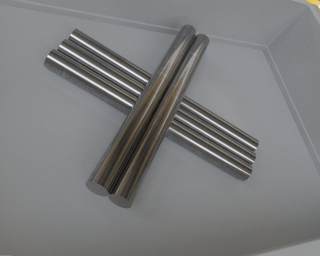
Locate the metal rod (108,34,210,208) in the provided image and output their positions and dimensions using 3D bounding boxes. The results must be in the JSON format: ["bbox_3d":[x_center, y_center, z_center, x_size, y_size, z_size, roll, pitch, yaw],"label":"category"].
[{"bbox_3d":[0.013,-0.033,0.399,0.025,0.025,0.301,33,51,-7],"label":"metal rod"}]

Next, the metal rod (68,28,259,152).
[{"bbox_3d":[0.011,-0.047,0.438,0.301,0.025,0.025,30,52,-9],"label":"metal rod"}]

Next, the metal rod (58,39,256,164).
[{"bbox_3d":[0.002,-0.029,0.422,0.301,0.025,0.025,30,52,-9],"label":"metal rod"}]

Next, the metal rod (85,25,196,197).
[{"bbox_3d":[-0.008,-0.046,0.395,0.025,0.025,0.301,33,51,-7],"label":"metal rod"}]

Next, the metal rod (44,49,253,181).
[{"bbox_3d":[-0.008,-0.012,0.406,0.301,0.025,0.025,30,52,-9],"label":"metal rod"}]
